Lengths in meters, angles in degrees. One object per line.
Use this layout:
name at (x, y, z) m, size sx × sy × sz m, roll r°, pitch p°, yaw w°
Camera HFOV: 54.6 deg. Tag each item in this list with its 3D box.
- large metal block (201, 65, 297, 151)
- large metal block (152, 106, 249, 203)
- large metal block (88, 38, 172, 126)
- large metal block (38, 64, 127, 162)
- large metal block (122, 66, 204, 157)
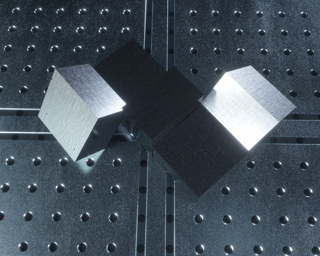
large metal block at (0.112, -0.029, 0.387) m, size 0.080 × 0.050 × 0.081 m, roll 47°, pitch 37°, yaw 14°
large metal block at (0.048, 0.034, 0.386) m, size 0.080 × 0.050 × 0.080 m, roll -39°, pitch 73°, yaw -13°
large metal block at (-0.039, -0.059, 0.420) m, size 0.080 × 0.050 × 0.080 m, roll -40°, pitch 76°, yaw -12°
large metal block at (-0.096, -0.020, 0.382) m, size 0.080 × 0.080 × 0.050 m, roll 47°, pitch 38°, yaw 15°
large metal block at (0.003, -0.018, 0.389) m, size 0.080 × 0.080 × 0.050 m, roll -40°, pitch 76°, yaw -13°
